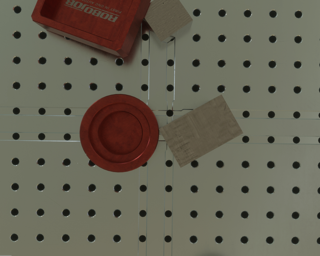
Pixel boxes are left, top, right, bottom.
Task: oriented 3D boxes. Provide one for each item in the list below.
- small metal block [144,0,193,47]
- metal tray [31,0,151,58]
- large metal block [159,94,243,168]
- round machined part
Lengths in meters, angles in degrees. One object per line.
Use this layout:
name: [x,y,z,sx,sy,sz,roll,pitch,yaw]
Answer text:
small metal block: [0.008,-0.146,0.413,0.050,0.025,0.050,-35,90,0]
metal tray: [-0.088,-0.155,0.396,0.130,0.030,0.090,22,90,12]
large metal block: [0.046,0.003,0.386,0.080,0.080,0.050,-29,90,0]
round machined part: [-0.050,0.006,0.404,0.099,0.042,0.097,0,90,0]
